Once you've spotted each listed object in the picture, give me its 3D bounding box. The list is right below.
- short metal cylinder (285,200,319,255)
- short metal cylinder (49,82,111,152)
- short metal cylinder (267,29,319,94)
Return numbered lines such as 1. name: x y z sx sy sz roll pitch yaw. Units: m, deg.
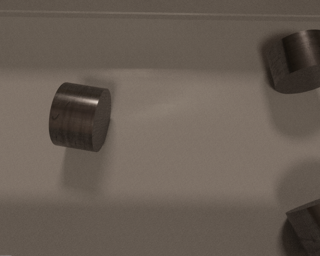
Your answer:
1. short metal cylinder: 0.190 0.105 0.344 0.081 0.080 0.050 -19 71 -7
2. short metal cylinder: -0.096 -0.013 0.384 0.050 0.080 0.080 9 70 3
3. short metal cylinder: 0.190 -0.086 0.414 0.081 0.080 0.050 -6 70 -3
